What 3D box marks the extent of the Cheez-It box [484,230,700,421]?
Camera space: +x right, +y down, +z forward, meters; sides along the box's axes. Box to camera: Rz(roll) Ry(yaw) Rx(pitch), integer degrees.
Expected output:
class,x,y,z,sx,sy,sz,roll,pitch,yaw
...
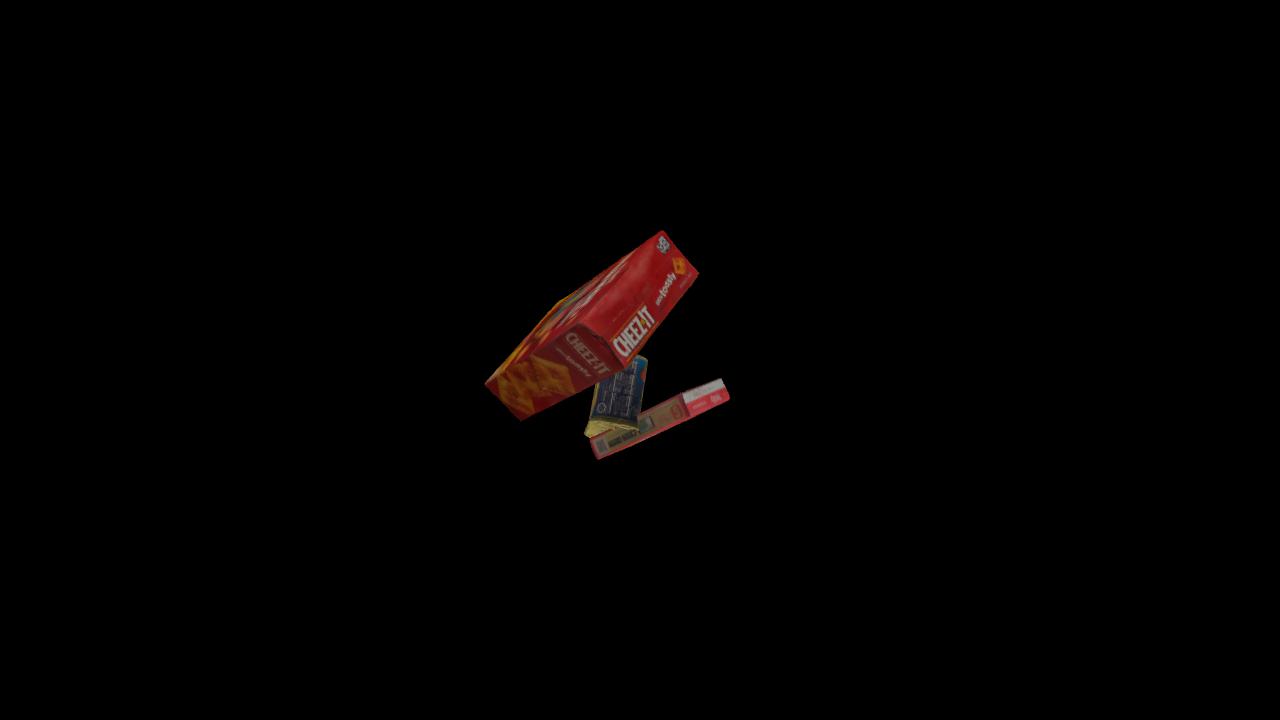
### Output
class,x,y,z,sx,sy,sz,roll,pitch,yaw
Cheez-It box,-0.058,-0.033,0.677,0.223,0.071,0.166,-26,22,49

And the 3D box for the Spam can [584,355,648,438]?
class,x,y,z,sx,sy,sz,roll,pitch,yaw
Spam can,-0.028,0.044,0.713,0.058,0.085,0.101,11,-19,-7

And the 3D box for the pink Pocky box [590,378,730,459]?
class,x,y,z,sx,sy,sz,roll,pitch,yaw
pink Pocky box,0.021,0.068,0.702,0.155,0.029,0.084,-30,-10,39
